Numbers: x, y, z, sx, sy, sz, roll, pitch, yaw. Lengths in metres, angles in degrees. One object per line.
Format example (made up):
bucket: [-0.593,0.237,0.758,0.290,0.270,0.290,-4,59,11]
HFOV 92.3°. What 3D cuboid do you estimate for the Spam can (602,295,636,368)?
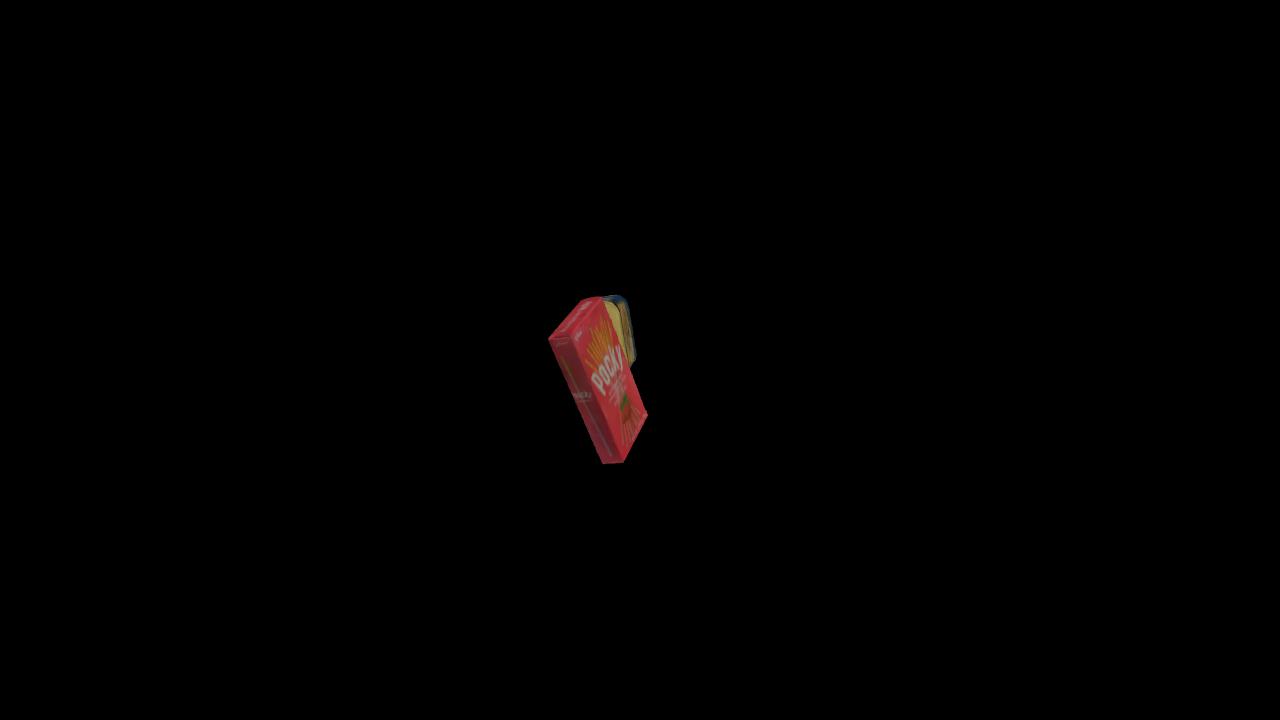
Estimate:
Spam can: [-0.040,-0.027,0.759,0.058,0.101,0.085,-7,12,10]

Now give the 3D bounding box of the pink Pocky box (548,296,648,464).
pink Pocky box: [-0.038,0.021,0.630,0.029,0.155,0.084,-8,28,25]
